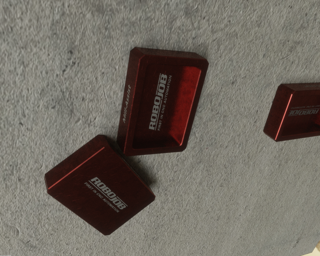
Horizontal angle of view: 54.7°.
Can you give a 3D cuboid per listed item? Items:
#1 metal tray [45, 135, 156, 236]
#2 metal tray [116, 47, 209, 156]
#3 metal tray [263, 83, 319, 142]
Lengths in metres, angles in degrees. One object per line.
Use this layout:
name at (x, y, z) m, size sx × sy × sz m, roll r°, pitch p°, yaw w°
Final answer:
metal tray at (-0.075, 0.080, 0.412) m, size 0.090 × 0.030 × 0.130 m, roll -37°, pitch 129°, yaw -3°
metal tray at (0.001, -0.029, 0.385) m, size 0.091 × 0.030 × 0.129 m, roll -2°, pitch 120°, yaw -27°
metal tray at (0.243, -0.028, 0.518) m, size 0.131 × 0.030 × 0.089 m, roll -6°, pitch 121°, yaw -26°
